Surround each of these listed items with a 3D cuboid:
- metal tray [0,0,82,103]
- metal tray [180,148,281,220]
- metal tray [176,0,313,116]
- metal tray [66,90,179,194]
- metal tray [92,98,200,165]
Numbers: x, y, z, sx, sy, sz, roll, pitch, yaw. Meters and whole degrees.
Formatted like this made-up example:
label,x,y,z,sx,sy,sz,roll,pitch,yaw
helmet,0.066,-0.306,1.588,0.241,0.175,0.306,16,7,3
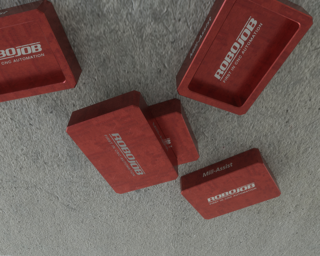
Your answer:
label,x,y,z,sx,sy,sz,roll,pitch,yaw
metal tray,-0.164,-0.077,0.336,0.131,0.030,0.090,-10,130,8
metal tray,0.108,0.091,0.482,0.130,0.030,0.090,-25,126,19
metal tray,0.084,-0.081,0.335,0.091,0.030,0.129,17,128,-15
metal tray,-0.041,0.024,0.383,0.090,0.030,0.130,-18,128,14
metal tray,-0.022,0.019,0.420,0.130,0.030,0.090,-16,129,13
